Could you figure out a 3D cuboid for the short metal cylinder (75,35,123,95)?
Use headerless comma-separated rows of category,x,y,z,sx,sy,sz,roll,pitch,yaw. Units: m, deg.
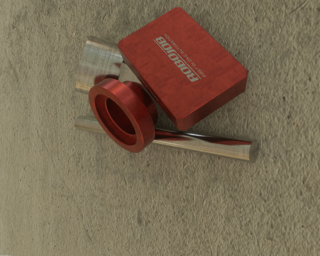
short metal cylinder,-0.082,-0.082,0.432,0.080,0.050,0.080,-164,89,-79

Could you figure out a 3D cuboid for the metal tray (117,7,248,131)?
metal tray,0.023,-0.071,0.351,0.090,0.030,0.130,-34,63,-7

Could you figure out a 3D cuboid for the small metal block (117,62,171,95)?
small metal block,-0.019,-0.063,0.404,0.050,0.050,0.025,30,109,36

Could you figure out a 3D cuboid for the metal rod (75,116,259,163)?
metal rod,-0.016,0.008,0.420,0.300,0.025,0.025,8,95,39

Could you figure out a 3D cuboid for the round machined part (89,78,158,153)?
round machined part,-0.041,-0.020,0.389,0.098,0.042,0.097,35,148,26
